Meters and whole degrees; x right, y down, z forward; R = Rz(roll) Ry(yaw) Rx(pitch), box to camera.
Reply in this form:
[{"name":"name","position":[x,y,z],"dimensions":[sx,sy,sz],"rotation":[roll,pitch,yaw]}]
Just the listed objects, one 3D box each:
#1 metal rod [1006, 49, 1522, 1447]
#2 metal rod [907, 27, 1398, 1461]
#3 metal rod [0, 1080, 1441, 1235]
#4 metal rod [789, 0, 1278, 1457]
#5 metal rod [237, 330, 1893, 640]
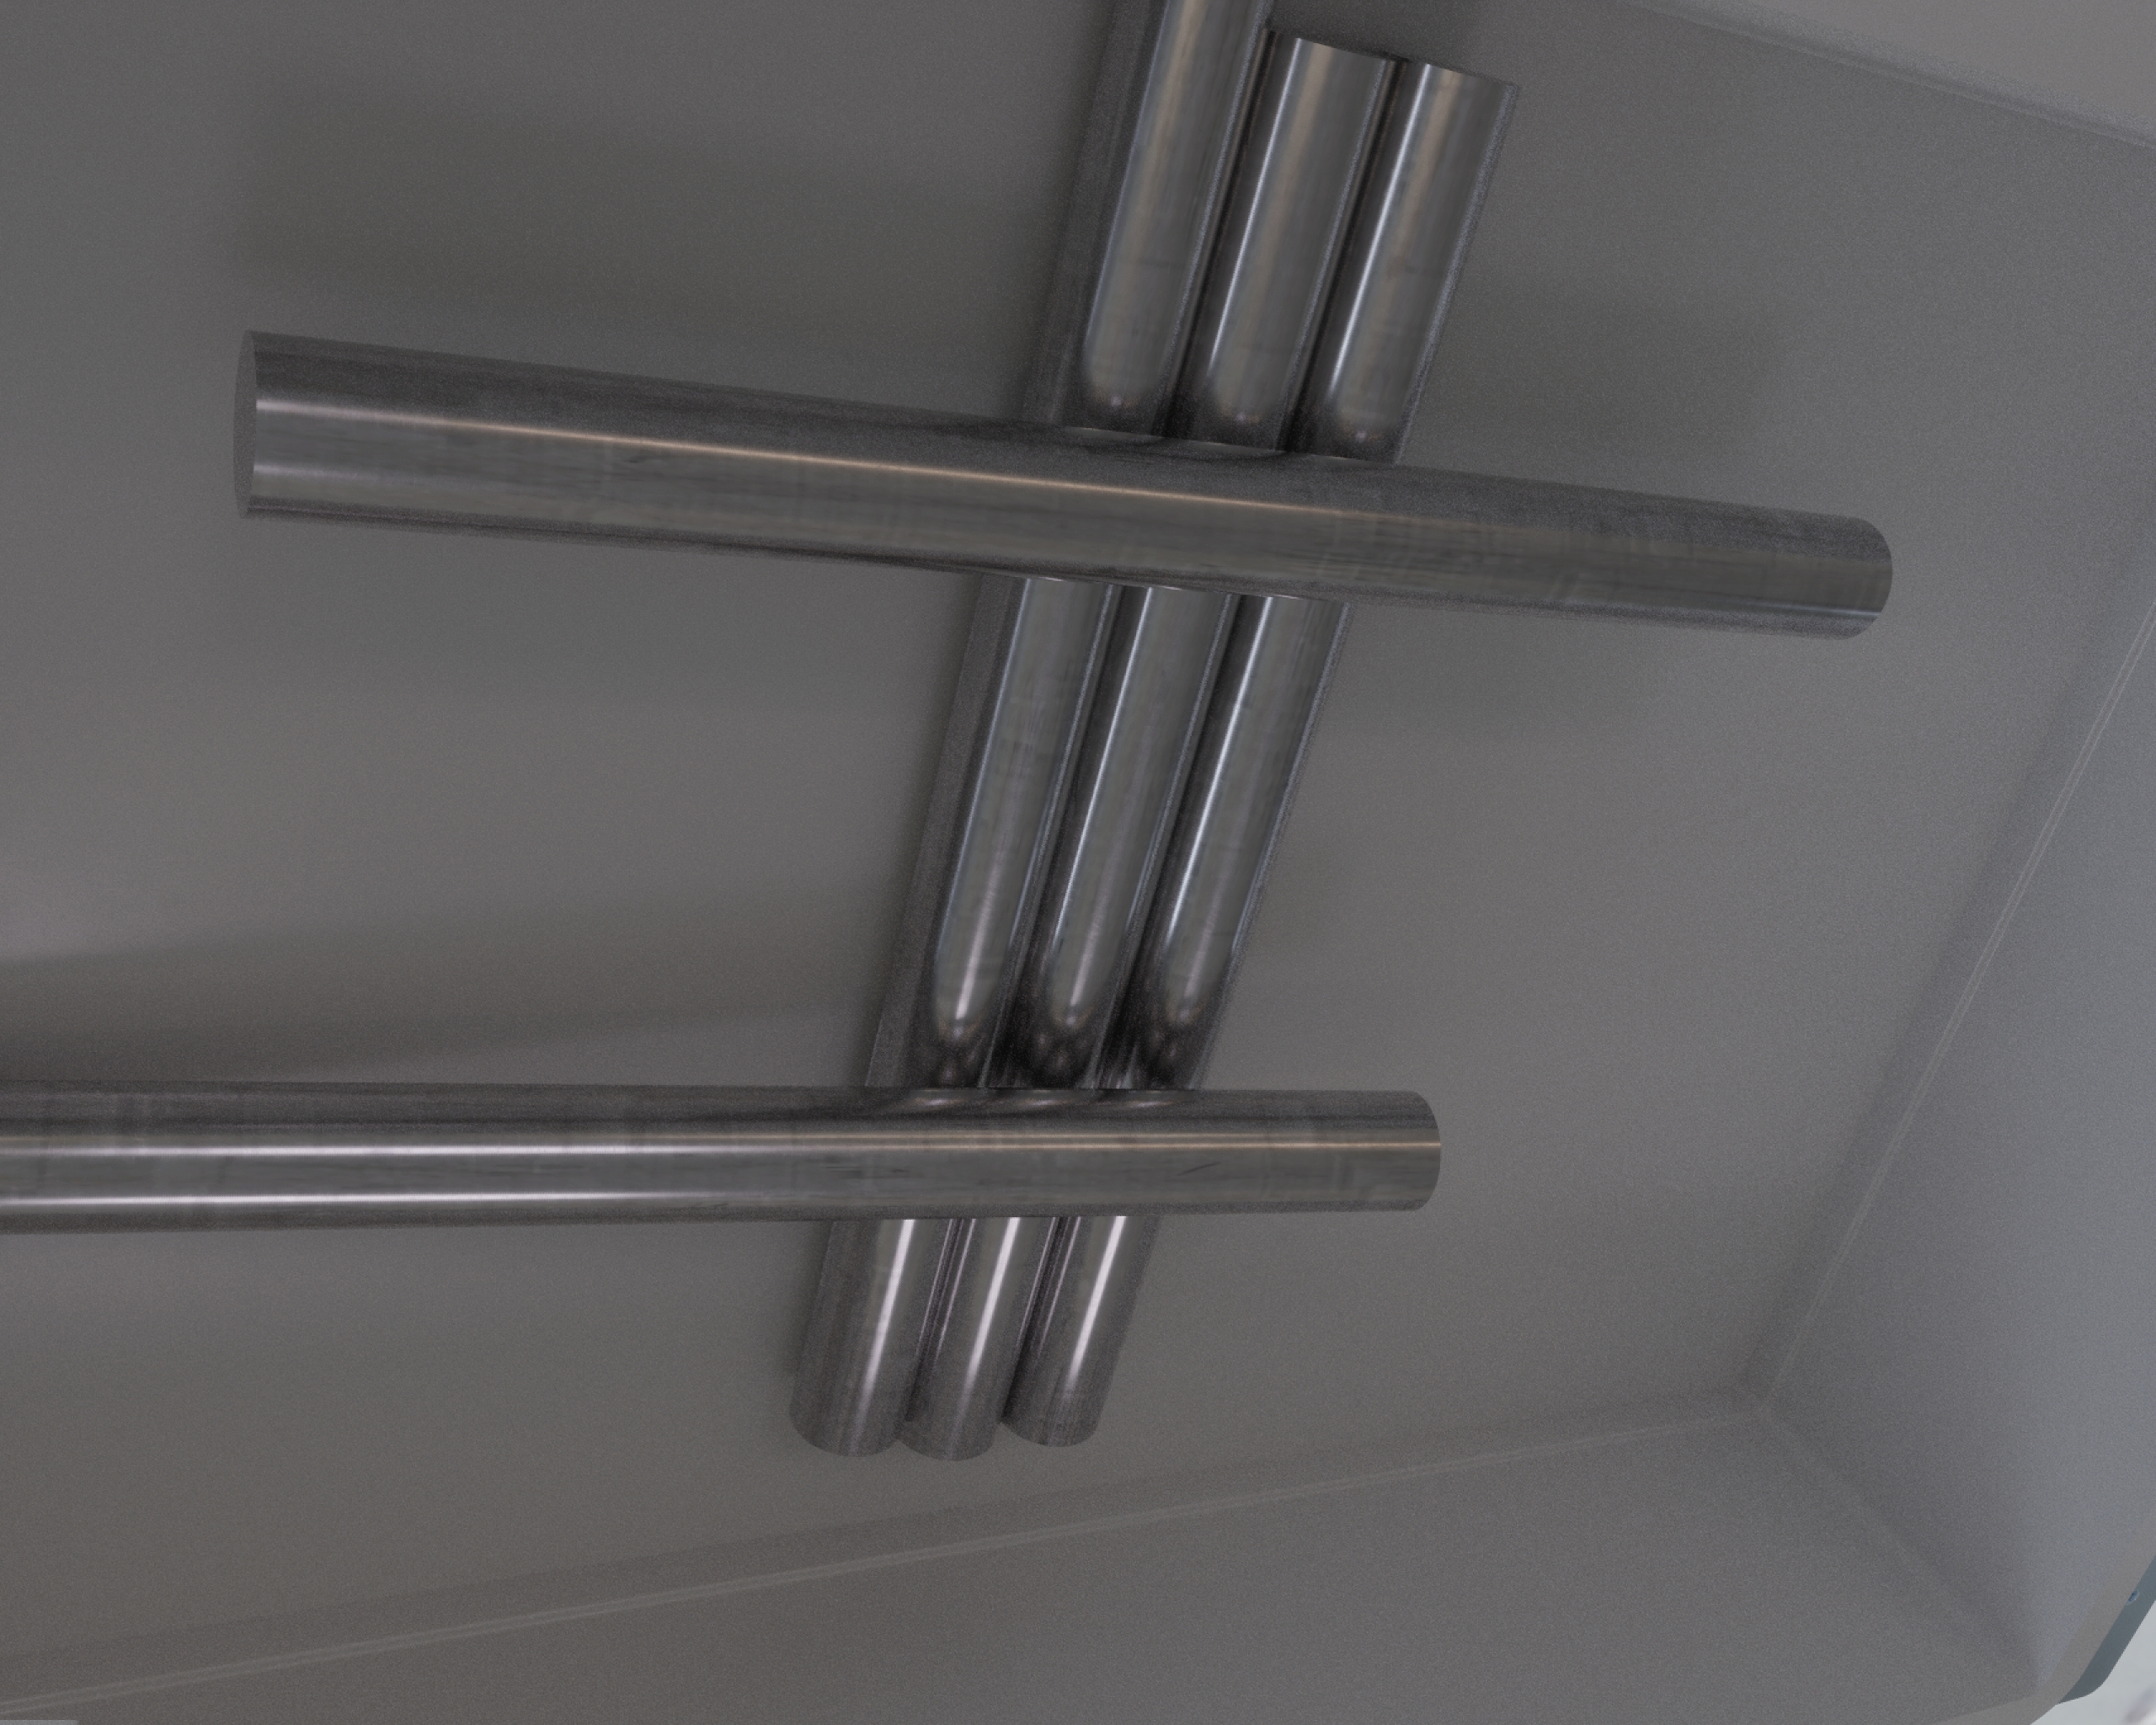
[{"name":"metal rod","position":[0.028,-0.005,0.418],"dimensions":[0.025,0.025,0.298],"rotation":[1,118,-29]},{"name":"metal rod","position":[0.005,-0.005,0.407],"dimensions":[0.025,0.025,0.298],"rotation":[1,118,-29]},{"name":"metal rod","position":[-0.071,0.053,0.377],"dimensions":[0.302,0.025,0.025],"rotation":[3,117,-22]},{"name":"metal rod","position":[-0.015,-0.010,0.393],"dimensions":[0.025,0.025,0.298],"rotation":[0,118,-29]},{"name":"metal rod","position":[0.022,-0.058,0.350],"dimensions":[0.303,0.025,0.025],"rotation":[0,118,-28]}]
